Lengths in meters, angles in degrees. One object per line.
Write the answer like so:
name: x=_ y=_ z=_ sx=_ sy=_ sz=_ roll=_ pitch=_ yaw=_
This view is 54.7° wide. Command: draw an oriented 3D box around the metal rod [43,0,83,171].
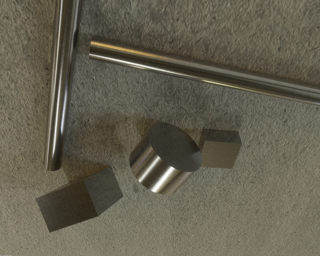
metal rod: x=-0.114 y=-0.056 z=0.357 sx=0.025 sy=0.025 sz=0.298 roll=12 pitch=129 yaw=-11

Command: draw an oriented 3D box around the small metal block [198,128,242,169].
small metal block: x=0.081 y=0.030 z=0.434 sx=0.050 sy=0.025 sz=0.050 roll=5 pitch=130 yaw=-5

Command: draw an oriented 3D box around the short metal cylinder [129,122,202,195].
short metal cylinder: x=0.007 y=0.039 z=0.405 sx=0.080 sy=0.080 sz=0.050 roll=24 pitch=126 yaw=-20

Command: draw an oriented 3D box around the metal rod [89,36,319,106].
metal rod: x=0.073 y=-0.060 z=0.356 sx=0.302 sy=0.025 sz=0.025 roll=10 pitch=129 yaw=-9

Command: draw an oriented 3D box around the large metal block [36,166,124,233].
large metal block: x=-0.112 y=0.100 z=0.446 sx=0.080 sy=0.080 sz=0.050 roll=-23 pitch=89 yaw=18
